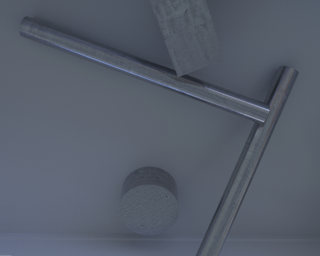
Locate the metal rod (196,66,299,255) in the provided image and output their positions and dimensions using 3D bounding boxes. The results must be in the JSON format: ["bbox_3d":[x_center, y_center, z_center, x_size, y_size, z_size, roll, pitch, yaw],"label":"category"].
[{"bbox_3d":[0.100,0.064,0.383,0.025,0.025,0.299,25,88,-9],"label":"metal rod"}]

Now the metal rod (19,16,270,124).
[{"bbox_3d":[-0.017,-0.068,0.366,0.301,0.025,0.025,20,109,0],"label":"metal rod"}]

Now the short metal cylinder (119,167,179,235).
[{"bbox_3d":[-0.015,0.101,0.435,0.081,0.050,0.079,0,110,-1],"label":"short metal cylinder"}]

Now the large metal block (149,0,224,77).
[{"bbox_3d":[0.027,-0.110,0.342,0.050,0.080,0.080,-20,109,7],"label":"large metal block"}]
